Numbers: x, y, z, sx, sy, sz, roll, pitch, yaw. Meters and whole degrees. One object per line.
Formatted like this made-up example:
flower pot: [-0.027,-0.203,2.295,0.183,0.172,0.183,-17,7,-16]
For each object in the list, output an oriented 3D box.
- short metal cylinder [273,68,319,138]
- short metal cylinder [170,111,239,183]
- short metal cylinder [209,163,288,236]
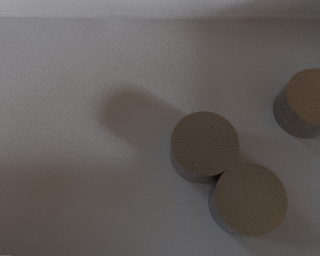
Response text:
short metal cylinder: [0.199,-0.031,0.410,0.081,0.050,0.080,0,70,0]
short metal cylinder: [0.053,0.025,0.388,0.081,0.050,0.080,0,70,0]
short metal cylinder: [0.101,0.086,0.366,0.081,0.050,0.080,0,70,-1]
